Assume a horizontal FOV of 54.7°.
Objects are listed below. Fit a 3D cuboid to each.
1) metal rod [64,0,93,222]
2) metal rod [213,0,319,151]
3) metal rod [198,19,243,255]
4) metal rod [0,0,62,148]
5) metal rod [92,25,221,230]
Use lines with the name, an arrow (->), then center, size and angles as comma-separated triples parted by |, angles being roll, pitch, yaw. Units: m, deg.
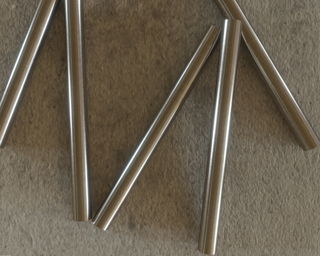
metal rod -> -0.108, -0.029, 0.408 | 0.025, 0.025, 0.298 | -2, 90, -1
metal rod -> 0.126, -0.104, 0.411 | 0.025, 0.025, 0.299 | -31, 90, 0
metal rod -> 0.077, 0.014, 0.401 | 0.025, 0.025, 0.298 | 6, 94, -1
metal rod -> -0.164, -0.117, 0.407 | 0.025, 0.025, 0.299 | 21, 90, -1
metal rod -> -0.002, -0.001, 0.409 | 0.025, 0.025, 0.299 | 31, 90, -1
